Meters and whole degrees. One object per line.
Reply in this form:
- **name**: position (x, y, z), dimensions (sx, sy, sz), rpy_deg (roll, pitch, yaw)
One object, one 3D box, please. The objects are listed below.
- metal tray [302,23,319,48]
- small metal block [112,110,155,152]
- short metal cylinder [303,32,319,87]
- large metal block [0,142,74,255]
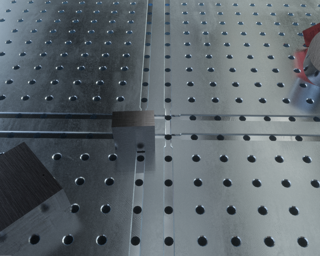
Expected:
- **metal tray**: position (0.322, -0.173, 0.515), dimensions (0.131, 0.090, 0.030), rpy_deg (-16, 92, -13)
- **small metal block**: position (-0.032, 0.005, 0.387), dimensions (0.050, 0.050, 0.025), rpy_deg (-2, 50, -2)
- **short metal cylinder**: position (0.261, -0.104, 0.460), dimensions (0.080, 0.050, 0.080), rpy_deg (-3, 76, 15)
- **large metal block**: position (-0.153, 0.074, 0.327), dimensions (0.080, 0.050, 0.080), rpy_deg (-35, 59, -26)
